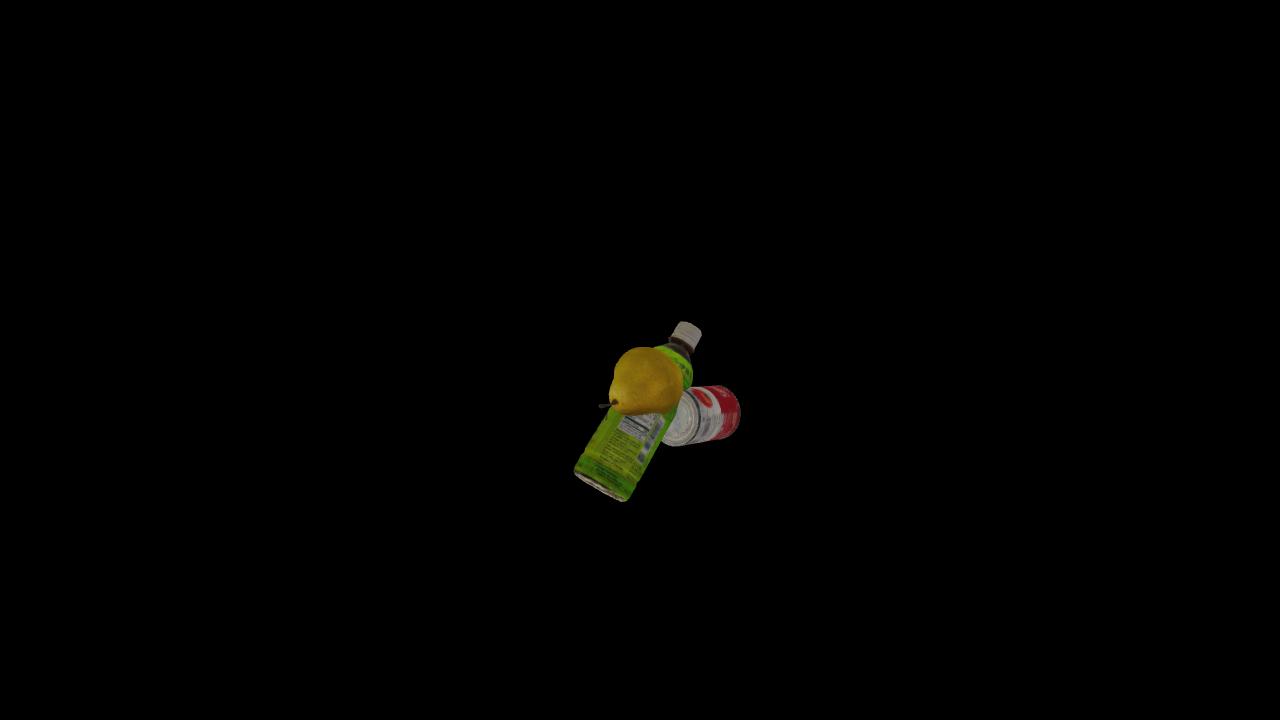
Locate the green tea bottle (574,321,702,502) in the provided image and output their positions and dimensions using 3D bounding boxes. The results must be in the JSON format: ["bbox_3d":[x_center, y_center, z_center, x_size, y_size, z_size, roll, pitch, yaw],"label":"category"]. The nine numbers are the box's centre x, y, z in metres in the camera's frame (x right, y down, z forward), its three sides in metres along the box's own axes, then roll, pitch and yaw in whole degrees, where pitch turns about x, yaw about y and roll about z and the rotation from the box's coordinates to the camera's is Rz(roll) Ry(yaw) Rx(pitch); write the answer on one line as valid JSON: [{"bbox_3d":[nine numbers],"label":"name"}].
[{"bbox_3d":[0.008,0.051,0.685,0.073,0.212,0.073,30,-15,9],"label":"green tea bottle"}]

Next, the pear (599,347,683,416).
[{"bbox_3d":[-0.001,0.033,0.649,0.080,0.080,0.111,0,23,25],"label":"pear"}]

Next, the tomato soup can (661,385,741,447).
[{"bbox_3d":[0.065,0.064,0.718,0.068,0.068,0.101,0,0,36],"label":"tomato soup can"}]
